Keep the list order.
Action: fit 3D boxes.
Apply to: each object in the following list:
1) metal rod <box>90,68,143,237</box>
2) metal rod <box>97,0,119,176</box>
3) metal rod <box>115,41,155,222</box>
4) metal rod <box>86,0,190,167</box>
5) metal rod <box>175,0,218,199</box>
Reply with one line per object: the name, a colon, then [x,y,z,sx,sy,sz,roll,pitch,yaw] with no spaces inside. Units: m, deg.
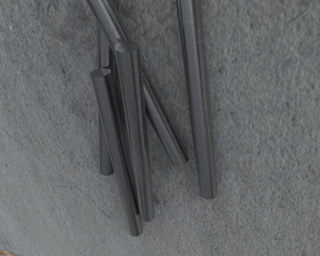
metal rod: [-0.056,0.056,0.452,0.025,0.025,0.298,10,128,22]
metal rod: [-0.069,-0.056,0.406,0.025,0.025,0.298,19,126,17]
metal rod: [-0.027,0.031,0.406,0.025,0.025,0.298,15,134,19]
metal rod: [-0.034,-0.076,0.354,0.025,0.025,0.299,-10,121,32]
metal rod: [0.044,-0.041,0.357,0.025,0.025,0.298,4,121,26]
